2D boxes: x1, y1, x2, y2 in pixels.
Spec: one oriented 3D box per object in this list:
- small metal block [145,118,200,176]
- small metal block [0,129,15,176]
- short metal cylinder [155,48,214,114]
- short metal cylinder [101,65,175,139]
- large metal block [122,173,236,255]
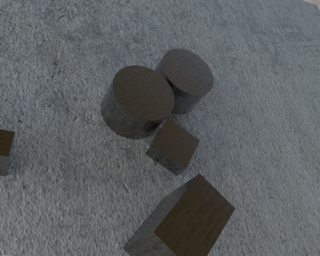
[{"bbox_3d":[0.017,0.024,0.400,0.050,0.025,0.050,35,51,-5],"label":"small metal block"},{"bbox_3d":[-0.166,0.021,0.286,0.050,0.050,0.025,13,57,-22],"label":"small metal block"},{"bbox_3d":[0.029,-0.067,0.446,0.081,0.050,0.080,14,56,-21],"label":"short metal cylinder"},{"bbox_3d":[-0.029,-0.032,0.393,0.081,0.050,0.080,14,56,-21],"label":"short metal cylinder"},{"bbox_3d":[0.018,0.103,0.317,0.050,0.080,0.080,45,51,2],"label":"large metal block"}]
